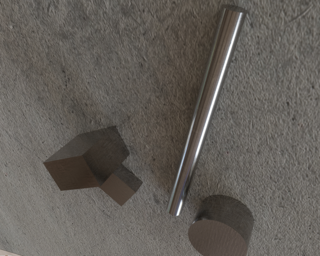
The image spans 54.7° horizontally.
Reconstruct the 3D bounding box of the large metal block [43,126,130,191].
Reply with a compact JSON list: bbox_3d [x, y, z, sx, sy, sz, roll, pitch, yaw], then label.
[{"bbox_3d":[-0.105,0.044,0.452,0.080,0.080,0.050,-12,112,33],"label":"large metal block"}]

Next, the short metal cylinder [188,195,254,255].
[{"bbox_3d":[0.086,0.141,0.432,0.080,0.050,0.079,13,124,20],"label":"short metal cylinder"}]

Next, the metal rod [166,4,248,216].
[{"bbox_3d":[0.047,0.004,0.383,0.025,0.025,0.298,22,127,14],"label":"metal rod"}]

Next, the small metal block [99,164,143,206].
[{"bbox_3d":[-0.063,0.090,0.494,0.050,0.025,0.050,41,129,-1],"label":"small metal block"}]
